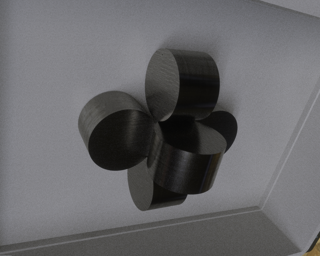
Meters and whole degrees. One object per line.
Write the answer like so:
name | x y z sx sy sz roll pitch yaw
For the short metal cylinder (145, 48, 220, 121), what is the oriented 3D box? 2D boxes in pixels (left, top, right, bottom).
short metal cylinder | 0.023 -0.048 0.353 0.050 0.080 0.079 -2 120 -28

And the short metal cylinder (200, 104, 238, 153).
short metal cylinder | 0.057 0.001 0.421 0.081 0.050 0.079 -14 124 -21

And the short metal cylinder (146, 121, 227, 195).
short metal cylinder | 0.028 0.029 0.347 0.081 0.080 0.050 -1 119 -28

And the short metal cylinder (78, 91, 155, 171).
short metal cylinder | -0.050 0.003 0.364 0.081 0.050 0.079 -14 124 -21

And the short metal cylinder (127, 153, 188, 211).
short metal cylinder | -0.004 0.065 0.408 0.050 0.080 0.079 -2 120 -28
